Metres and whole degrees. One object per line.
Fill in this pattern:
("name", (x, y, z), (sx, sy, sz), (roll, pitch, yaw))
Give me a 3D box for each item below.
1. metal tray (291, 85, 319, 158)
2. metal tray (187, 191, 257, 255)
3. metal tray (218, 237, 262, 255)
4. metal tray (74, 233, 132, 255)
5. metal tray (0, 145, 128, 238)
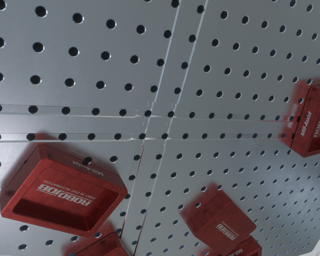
("metal tray", (0.296, -0.014, 0.559), (0.091, 0.030, 0.129), (-10, 123, -23))
("metal tray", (0.120, 0.184, 0.586), (0.090, 0.030, 0.130), (-43, 129, 1))
("metal tray", (0.161, 0.305, 0.683), (0.131, 0.030, 0.090), (-21, 127, -16))
("metal tray", (-0.085, 0.238, 0.507), (0.090, 0.030, 0.130), (-29, 128, -10))
("metal tray", (-0.118, 0.086, 0.395), (0.130, 0.030, 0.090), (32, 100, -38))
